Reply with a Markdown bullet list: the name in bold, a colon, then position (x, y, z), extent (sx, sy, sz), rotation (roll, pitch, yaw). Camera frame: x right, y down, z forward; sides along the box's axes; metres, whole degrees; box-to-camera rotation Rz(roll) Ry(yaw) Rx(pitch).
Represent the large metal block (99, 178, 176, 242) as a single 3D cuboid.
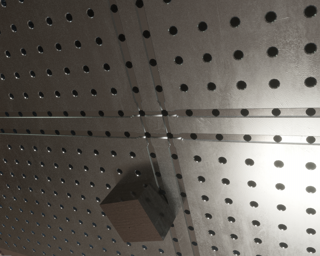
- **large metal block**: position (-0.035, 0.133, 0.494), extent (0.080, 0.050, 0.080), rotation (-17, 110, 34)
